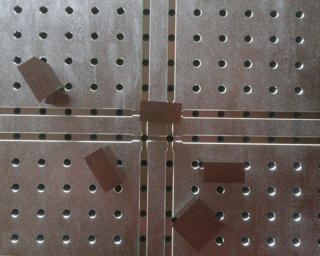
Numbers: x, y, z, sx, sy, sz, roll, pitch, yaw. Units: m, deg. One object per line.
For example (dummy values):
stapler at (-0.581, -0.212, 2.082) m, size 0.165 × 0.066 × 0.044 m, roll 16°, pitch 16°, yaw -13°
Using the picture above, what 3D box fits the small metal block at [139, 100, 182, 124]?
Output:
small metal block at (0.001, -0.020, 0.401) m, size 0.050 × 0.050 × 0.025 m, roll 5°, pitch 90°, yaw 0°

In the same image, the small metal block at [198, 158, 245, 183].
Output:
small metal block at (0.078, 0.054, 0.401) m, size 0.050 × 0.050 × 0.025 m, roll 1°, pitch 90°, yaw 0°

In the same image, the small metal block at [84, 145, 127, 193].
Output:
small metal block at (-0.069, 0.051, 0.401) m, size 0.025 × 0.050 × 0.050 m, roll -31°, pitch 90°, yaw 0°

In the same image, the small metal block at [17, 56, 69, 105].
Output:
small metal block at (-0.149, -0.059, 0.400) m, size 0.025 × 0.050 × 0.050 m, roll -32°, pitch 90°, yaw 0°

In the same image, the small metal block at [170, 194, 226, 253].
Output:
small metal block at (0.050, 0.126, 0.414) m, size 0.050 × 0.025 × 0.050 m, roll -45°, pitch 90°, yaw 0°
